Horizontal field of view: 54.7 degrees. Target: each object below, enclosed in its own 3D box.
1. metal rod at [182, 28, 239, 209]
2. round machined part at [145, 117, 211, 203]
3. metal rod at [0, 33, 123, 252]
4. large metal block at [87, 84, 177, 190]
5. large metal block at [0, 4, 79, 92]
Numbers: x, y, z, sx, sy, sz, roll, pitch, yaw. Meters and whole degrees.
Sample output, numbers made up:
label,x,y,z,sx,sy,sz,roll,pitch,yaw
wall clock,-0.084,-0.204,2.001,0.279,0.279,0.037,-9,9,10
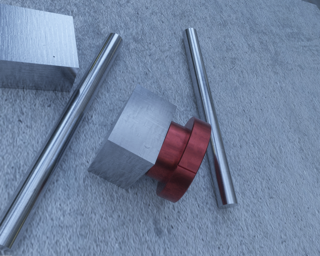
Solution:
label,x,y,z,sx,sy,sz,roll,pitch,yaw
metal rod,0.069,-0.032,0.462,0.025,0.025,0.299,7,59,-25
round machined part,0.016,0.030,0.349,0.042,0.097,0.098,25,52,-3
metal rod,-0.102,-0.012,0.357,0.025,0.025,0.300,27,52,-12
large metal block,-0.032,0.012,0.345,0.050,0.080,0.080,30,52,-10
large metal block,-0.146,-0.092,0.366,0.081,0.050,0.080,1,61,-28
